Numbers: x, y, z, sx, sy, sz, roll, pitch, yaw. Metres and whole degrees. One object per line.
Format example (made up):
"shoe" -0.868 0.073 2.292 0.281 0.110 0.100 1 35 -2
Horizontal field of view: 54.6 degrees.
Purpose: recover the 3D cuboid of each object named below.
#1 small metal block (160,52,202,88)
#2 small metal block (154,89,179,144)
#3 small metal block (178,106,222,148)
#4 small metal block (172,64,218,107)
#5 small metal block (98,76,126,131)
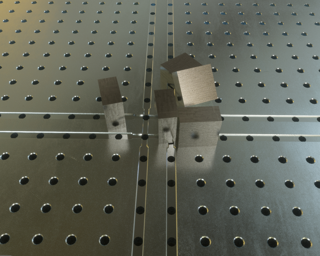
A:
"small metal block" 0.036 -0.085 0.480 0.050 0.025 0.050 -31 57 -23
"small metal block" 0.008 -0.015 0.404 0.025 0.050 0.050 -5 50 -4
"small metal block" 0.048 -0.001 0.393 0.050 0.050 0.025 -2 50 -2
"small metal block" 0.049 -0.060 0.440 0.050 0.050 0.025 -15 9 -12
"small metal block" -0.065 -0.033 0.419 0.025 0.050 0.050 -11 51 -9
